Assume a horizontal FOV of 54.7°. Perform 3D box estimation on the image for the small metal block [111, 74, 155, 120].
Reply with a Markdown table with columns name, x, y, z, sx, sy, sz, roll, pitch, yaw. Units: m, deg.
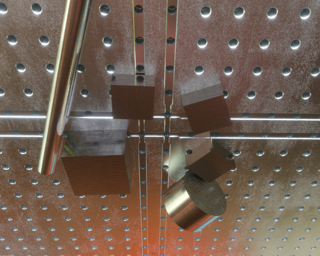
| name | x | y | z | sx | sy | sz | roll | pitch | yaw |
| --- | --- | --- | --- | --- | --- | --- | --- | --- | --- |
| small metal block | -0.032 | -0.038 | 0.379 | 0.050 | 0.025 | 0.050 | 2 | 130 | -2 |

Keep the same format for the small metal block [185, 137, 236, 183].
| name | x | y | z | sx | sy | sz | roll | pitch | yaw |
| --- | --- | --- | --- | --- | --- | --- | --- | --- | --- |
| small metal block | 0.073 | 0.048 | 0.454 | 0.050 | 0.025 | 0.050 | 35 | 121 | -27 |

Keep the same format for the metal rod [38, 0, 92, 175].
| name | x | y | z | sx | sy | sz | roll | pitch | yaw |
| --- | --- | --- | --- | --- | --- | --- | --- | --- | --- |
| metal rod | -0.117 | -0.047 | 0.369 | 0.025 | 0.025 | 0.298 | 15 | 128 | -13 |

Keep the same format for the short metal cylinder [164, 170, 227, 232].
| name | x | y | z | sx | sy | sz | roll | pitch | yaw |
| --- | --- | --- | --- | --- | --- | --- | --- | --- | --- |
| short metal cylinder | 0.053 | 0.109 | 0.469 | 0.080 | 0.080 | 0.050 | 27 | 125 | -22 |

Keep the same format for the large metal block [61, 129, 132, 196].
| name | x | y | z | sx | sy | sz | roll | pitch | yaw |
| --- | --- | --- | --- | --- | --- | --- | --- | --- | --- |
| large metal block | -0.084 | 0.049 | 0.436 | 0.081 | 0.050 | 0.079 | -2 | 130 | 1 |

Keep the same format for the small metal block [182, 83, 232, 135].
| name | x | y | z | sx | sy | sz | roll | pitch | yaw |
| --- | --- | --- | --- | --- | --- | --- | --- | --- | --- |
| small metal block | 0.060 | -0.023 | 0.393 | 0.050 | 0.025 | 0.050 | -16 | 129 | 12 |
